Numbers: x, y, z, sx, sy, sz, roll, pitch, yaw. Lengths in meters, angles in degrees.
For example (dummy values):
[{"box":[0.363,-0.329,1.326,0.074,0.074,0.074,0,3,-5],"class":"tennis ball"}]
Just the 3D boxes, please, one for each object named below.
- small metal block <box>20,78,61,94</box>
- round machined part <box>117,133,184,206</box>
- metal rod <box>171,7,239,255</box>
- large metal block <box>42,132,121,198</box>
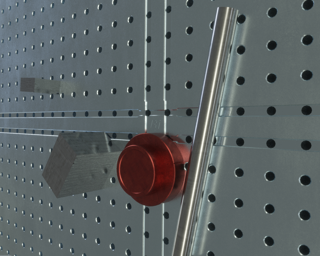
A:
[{"box":[-0.221,-0.077,0.571,0.050,0.050,0.025,8,95,39],"class":"small metal block"},{"box":[-0.020,0.055,0.412,0.098,0.042,0.097,0,90,39],"class":"round machined part"},{"box":[0.051,0.014,0.365,0.025,0.025,0.298,16,100,38],"class":"metal rod"},{"box":[-0.118,0.053,0.468,0.050,0.081,0.080,43,116,31],"class":"large metal block"}]
